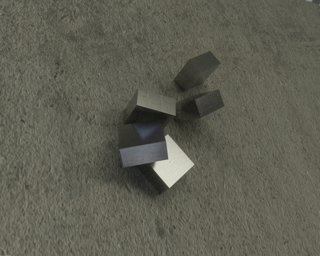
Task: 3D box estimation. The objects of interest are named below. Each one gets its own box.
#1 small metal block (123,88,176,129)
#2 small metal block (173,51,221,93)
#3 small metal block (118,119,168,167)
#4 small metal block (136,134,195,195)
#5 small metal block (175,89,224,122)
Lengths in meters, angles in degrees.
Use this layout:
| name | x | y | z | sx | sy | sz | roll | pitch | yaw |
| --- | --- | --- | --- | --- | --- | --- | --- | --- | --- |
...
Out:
| name | x | y | z | sx | sy | sz | roll | pitch | yaw |
| --- | --- | --- | --- | --- | --- | --- | --- | --- | --- |
| small metal block | -0.014 | -0.020 | 0.392 | 0.050 | 0.050 | 0.025 | 15 | 56 | -20 |
| small metal block | 0.056 | -0.085 | 0.469 | 0.050 | 0.050 | 0.025 | -29 | 78 | -37 |
| small metal block | -0.020 | 0.016 | 0.357 | 0.050 | 0.025 | 0.050 | -10 | 31 | -4 |
| small metal block | 0.005 | 0.044 | 0.379 | 0.050 | 0.025 | 0.050 | 49 | 51 | 6 |
| small metal block | 0.051 | -0.031 | 0.430 | 0.050 | 0.050 | 0.025 | -25 | 101 | -37 |
